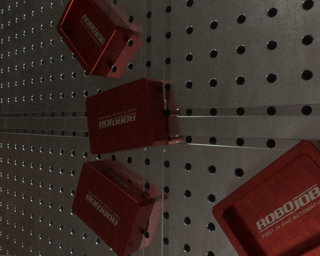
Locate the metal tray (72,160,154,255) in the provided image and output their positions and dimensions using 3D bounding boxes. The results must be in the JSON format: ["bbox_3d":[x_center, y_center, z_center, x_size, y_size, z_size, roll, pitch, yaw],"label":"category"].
[{"bbox_3d":[-0.076,0.117,0.466,0.130,0.030,0.089,28,107,36],"label":"metal tray"}]

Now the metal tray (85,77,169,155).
[{"bbox_3d":[-0.052,-0.013,0.447,0.130,0.030,0.089,-11,83,39],"label":"metal tray"}]

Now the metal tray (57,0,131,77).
[{"bbox_3d":[-0.110,-0.156,0.493,0.130,0.030,0.090,52,120,27],"label":"metal tray"}]

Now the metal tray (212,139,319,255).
[{"bbox_3d":[0.125,0.083,0.302,0.129,0.030,0.090,-47,63,29],"label":"metal tray"}]
